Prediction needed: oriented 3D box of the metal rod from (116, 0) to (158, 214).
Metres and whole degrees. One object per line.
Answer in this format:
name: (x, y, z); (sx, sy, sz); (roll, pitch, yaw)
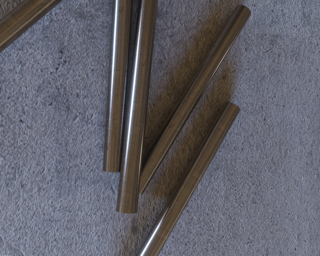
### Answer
metal rod: (-0.026, -0.048, 0.386); (0.025, 0.025, 0.298); (8, 83, -20)

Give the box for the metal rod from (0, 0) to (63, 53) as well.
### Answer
metal rod: (-0.169, -0.110, 0.346); (0.025, 0.025, 0.301); (46, 76, -14)

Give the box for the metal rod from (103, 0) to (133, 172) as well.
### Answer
metal rod: (-0.051, -0.095, 0.389); (0.025, 0.025, 0.298); (4, 89, -20)

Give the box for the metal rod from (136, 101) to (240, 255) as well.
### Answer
metal rod: (0.027, 0.094, 0.418); (0.025, 0.025, 0.300); (35, 79, -17)

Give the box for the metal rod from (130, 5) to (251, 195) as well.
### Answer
metal rod: (0.044, -0.046, 0.424); (0.025, 0.025, 0.300); (35, 79, -17)
